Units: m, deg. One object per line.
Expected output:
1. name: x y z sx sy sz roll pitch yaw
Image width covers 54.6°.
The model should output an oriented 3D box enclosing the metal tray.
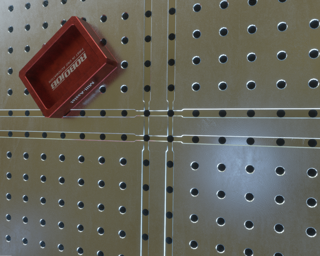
1. metal tray: -0.139 -0.087 0.459 0.130 0.030 0.090 -39 78 15
